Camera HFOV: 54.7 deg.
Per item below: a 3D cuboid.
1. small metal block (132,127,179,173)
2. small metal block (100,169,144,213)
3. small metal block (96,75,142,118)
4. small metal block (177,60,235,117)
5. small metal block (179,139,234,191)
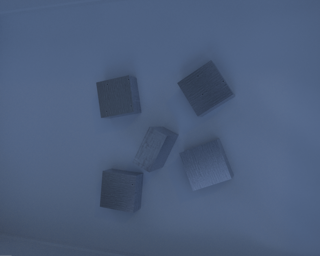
[{"bbox_3d":[-0.004,0.026,0.398,0.025,0.050,0.050,28,99,17],"label":"small metal block"},{"bbox_3d":[-0.053,0.086,0.428,0.050,0.025,0.050,5,92,19],"label":"small metal block"},{"bbox_3d":[-0.057,-0.042,0.429,0.050,0.025,0.050,-9,87,19],"label":"small metal block"},{"bbox_3d":[0.058,-0.048,0.389,0.050,0.025,0.050,-33,80,16],"label":"small metal block"},{"bbox_3d":[0.059,0.046,0.389,0.050,0.025,0.050,-22,83,18],"label":"small metal block"}]
